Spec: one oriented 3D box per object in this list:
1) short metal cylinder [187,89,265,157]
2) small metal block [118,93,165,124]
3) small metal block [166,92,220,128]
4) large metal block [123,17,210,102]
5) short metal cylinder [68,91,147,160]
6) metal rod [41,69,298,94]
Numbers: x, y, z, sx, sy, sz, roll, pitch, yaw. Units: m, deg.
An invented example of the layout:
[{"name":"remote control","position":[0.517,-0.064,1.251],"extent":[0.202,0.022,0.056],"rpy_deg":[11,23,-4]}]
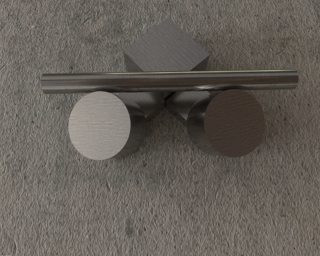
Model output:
[{"name":"short metal cylinder","position":[0.080,-0.005,0.384],"extent":[0.081,0.050,0.080],"rpy_deg":[0,89,-18]},{"name":"small metal block","position":[-0.029,-0.032,0.421],"extent":[0.050,0.025,0.050],"rpy_deg":[-41,75,-15]},{"name":"small metal block","position":[0.044,-0.031,0.420],"extent":[0.050,0.025,0.050],"rpy_deg":[-42,75,-14]},{"name":"large metal block","position":[0.008,-0.090,0.427],"extent":[0.080,0.050,0.080],"rpy_deg":[-40,75,-13]},{"name":"short metal cylinder","position":[-0.063,-0.002,0.381],"extent":[0.080,0.050,0.080],"rpy_deg":[-1,87,18]},{"name":"metal rod","position":[0.012,-0.056,0.375],"extent":[0.302,0.025,0.025],"rpy_deg":[-1,70,-1]}]
